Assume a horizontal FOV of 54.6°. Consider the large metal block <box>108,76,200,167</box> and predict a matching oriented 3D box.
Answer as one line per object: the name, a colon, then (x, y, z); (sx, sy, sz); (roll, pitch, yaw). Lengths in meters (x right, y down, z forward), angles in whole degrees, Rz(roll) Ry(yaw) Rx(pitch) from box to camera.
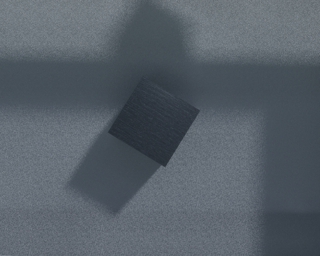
large metal block: (-0.007, -0.008, 0.395); (0.080, 0.050, 0.080); (32, 89, -1)
